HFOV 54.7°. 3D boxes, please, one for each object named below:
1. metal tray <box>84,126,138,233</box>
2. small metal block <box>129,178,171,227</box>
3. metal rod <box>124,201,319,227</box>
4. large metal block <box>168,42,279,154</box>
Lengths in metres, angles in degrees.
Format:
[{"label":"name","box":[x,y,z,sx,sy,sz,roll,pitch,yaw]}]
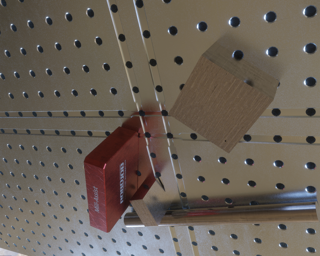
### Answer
[{"label":"metal tray","box":[-0.066,0.074,0.448,0.030,0.090,0.129,16,125,19]},{"label":"small metal block","box":[-0.013,0.112,0.470,0.025,0.050,0.050,-15,111,34]},{"label":"metal rod","box":[0.068,0.130,0.454,0.300,0.025,0.025,-13,112,33]},{"label":"large metal block","box":[0.068,-0.033,0.338,0.080,0.050,0.079,34,129,5]}]
